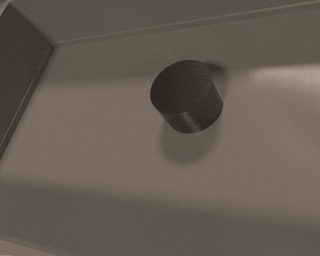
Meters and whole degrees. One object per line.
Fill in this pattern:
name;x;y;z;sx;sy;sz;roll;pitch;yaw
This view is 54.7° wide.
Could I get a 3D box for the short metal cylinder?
short metal cylinder;0.035;-0.039;0.395;0.080;0.050;0.080;-13;56;20
